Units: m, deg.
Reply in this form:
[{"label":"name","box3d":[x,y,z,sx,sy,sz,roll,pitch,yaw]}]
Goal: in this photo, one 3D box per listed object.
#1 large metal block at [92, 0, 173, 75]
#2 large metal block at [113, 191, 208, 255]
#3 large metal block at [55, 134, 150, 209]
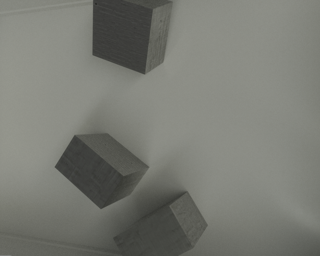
[{"label":"large metal block","box3d":[-0.037,-0.124,0.391,0.080,0.050,0.079,23,128,18]},{"label":"large metal block","box3d":[0.004,0.126,0.379,0.080,0.080,0.050,-34,79,16]},{"label":"large metal block","box3d":[-0.073,0.051,0.406,0.080,0.080,0.050,37,102,16]}]
